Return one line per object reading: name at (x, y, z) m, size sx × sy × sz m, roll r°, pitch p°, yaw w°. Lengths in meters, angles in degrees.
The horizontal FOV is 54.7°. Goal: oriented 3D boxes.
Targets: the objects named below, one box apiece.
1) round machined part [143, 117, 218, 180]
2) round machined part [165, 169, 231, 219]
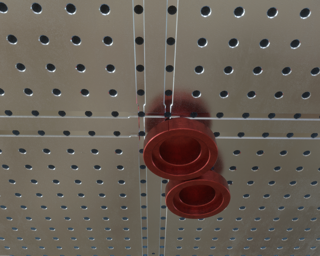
round machined part at (0.027, 0.024, 0.421) m, size 0.099 × 0.042 × 0.097 m, roll 0°, pitch 130°, yaw 0°
round machined part at (0.057, 0.097, 0.484) m, size 0.099 × 0.042 × 0.097 m, roll -1°, pitch 130°, yaw 0°
